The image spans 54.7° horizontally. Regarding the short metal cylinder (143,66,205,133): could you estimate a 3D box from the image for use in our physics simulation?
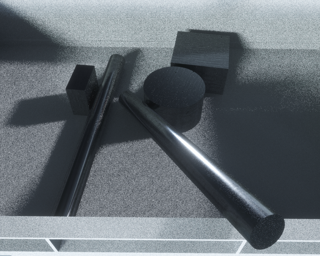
[{"bbox_3d":[0.019,-0.039,0.422,0.081,0.050,0.080,0,50,0],"label":"short metal cylinder"}]

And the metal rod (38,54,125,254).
[{"bbox_3d":[-0.087,0.006,0.399,0.025,0.025,0.300,6,50,4],"label":"metal rod"}]

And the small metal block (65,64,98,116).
[{"bbox_3d":[-0.106,-0.052,0.431,0.025,0.050,0.050,5,50,4],"label":"small metal block"}]

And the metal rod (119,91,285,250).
[{"bbox_3d":[0.009,0.010,0.312,0.025,0.025,0.300,-19,26,-15],"label":"metal rod"}]

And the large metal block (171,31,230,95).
[{"bbox_3d":[0.061,-0.101,0.474,0.080,0.050,0.080,7,50,6],"label":"large metal block"}]
